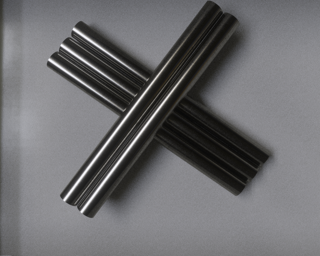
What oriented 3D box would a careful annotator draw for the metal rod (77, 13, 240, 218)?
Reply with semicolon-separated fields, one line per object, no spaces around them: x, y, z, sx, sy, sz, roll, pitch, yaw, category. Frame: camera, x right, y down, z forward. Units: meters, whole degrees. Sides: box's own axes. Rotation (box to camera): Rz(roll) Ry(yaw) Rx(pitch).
-0.002;-0.016;0.385;0.025;0.025;0.300;37;90;0;metal rod

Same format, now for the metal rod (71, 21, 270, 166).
0.014;-0.045;0.410;0.301;0.025;0.025;35;90;0;metal rod

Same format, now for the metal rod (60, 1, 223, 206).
-0.023;-0.030;0.385;0.025;0.025;0.300;37;90;0;metal rod

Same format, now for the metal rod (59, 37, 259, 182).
-0.001;-0.024;0.410;0.301;0.025;0.025;34;90;0;metal rod

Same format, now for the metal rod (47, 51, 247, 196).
-0.017;-0.005;0.410;0.301;0.025;0.025;34;90;0;metal rod
